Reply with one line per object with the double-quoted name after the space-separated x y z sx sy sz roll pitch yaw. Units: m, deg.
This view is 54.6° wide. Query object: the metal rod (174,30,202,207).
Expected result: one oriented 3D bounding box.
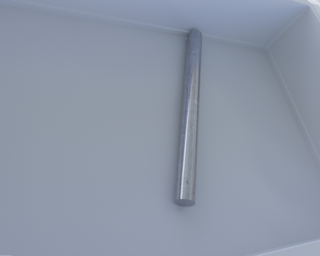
0.045 -0.035 0.450 0.025 0.025 0.300 19 54 -17 "metal rod"
